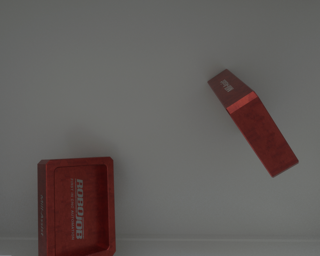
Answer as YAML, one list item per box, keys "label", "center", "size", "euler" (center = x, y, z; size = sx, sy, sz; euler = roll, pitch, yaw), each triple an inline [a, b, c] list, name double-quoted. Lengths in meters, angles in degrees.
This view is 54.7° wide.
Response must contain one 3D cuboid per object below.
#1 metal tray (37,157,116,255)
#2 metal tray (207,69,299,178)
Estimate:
- label: "metal tray"
  center: [-0.104, 0.103, 0.393]
  size: [0.091, 0.030, 0.129]
  euler: [1, 85, -40]
- label: "metal tray"
  center: [0.099, -0.012, 0.351]
  size: [0.030, 0.130, 0.090]
  euler: [-34, 107, 12]
